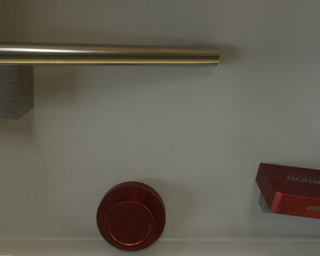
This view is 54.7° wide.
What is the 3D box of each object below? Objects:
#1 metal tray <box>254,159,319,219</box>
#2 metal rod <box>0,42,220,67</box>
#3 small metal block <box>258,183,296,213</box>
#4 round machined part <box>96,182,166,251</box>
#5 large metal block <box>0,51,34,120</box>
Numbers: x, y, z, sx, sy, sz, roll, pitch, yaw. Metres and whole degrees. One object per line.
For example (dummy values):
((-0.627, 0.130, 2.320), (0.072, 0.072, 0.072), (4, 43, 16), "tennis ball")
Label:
((0.206, 0.084, 0.424), (0.131, 0.090, 0.030), (8, 113, -2), "metal tray")
((-0.079, -0.082, 0.345), (0.302, 0.025, 0.025), (-3, 111, -14), "metal rod")
((0.176, 0.096, 0.449), (0.050, 0.025, 0.050), (3, 110, -2), "small metal block")
((-0.041, 0.129, 0.438), (0.099, 0.042, 0.097), (0, 97, 0), "round machined part")
((-0.203, -0.060, 0.373), (0.081, 0.050, 0.079), (7, 110, -3), "large metal block")
